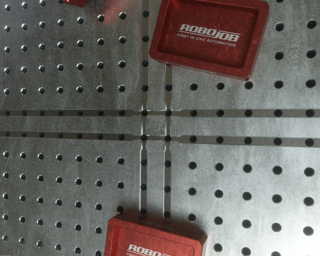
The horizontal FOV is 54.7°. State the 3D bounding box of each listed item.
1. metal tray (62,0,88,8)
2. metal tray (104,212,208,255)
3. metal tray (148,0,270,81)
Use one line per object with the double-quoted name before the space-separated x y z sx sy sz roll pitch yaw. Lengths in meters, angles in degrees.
"metal tray" -0.113 -0.245 0.418 0.090 0.030 0.129 49 123 26
"metal tray" -0.009 0.173 0.412 0.130 0.030 0.089 8 93 19
"metal tray" 0.059 -0.117 0.388 0.130 0.030 0.089 16 95 18
